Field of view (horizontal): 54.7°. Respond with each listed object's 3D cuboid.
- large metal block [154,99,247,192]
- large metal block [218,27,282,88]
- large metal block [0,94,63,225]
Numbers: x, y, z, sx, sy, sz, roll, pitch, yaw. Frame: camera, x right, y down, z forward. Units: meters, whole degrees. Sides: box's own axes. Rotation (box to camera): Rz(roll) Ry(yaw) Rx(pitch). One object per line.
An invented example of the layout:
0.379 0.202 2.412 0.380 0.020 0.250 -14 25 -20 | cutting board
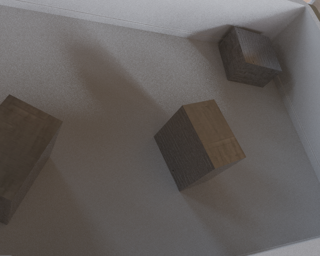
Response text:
0.045 0.022 0.383 0.050 0.080 0.080 -13 69 -34 | large metal block
0.159 -0.125 0.555 0.081 0.050 0.080 7 59 -25 | large metal block
-0.137 0.031 0.278 0.050 0.080 0.080 29 52 -11 | large metal block
